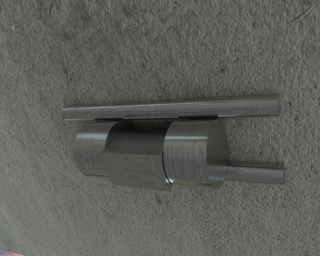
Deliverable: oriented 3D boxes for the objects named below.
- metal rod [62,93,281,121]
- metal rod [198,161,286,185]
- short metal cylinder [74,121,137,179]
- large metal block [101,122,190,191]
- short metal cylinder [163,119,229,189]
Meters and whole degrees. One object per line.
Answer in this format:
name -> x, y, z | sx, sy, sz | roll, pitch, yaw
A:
metal rod -> -0.007, -0.023, 0.398 | 0.300, 0.025, 0.025 | 0, 118, 28
metal rod -> 0.014, 0.055, 0.435 | 0.300, 0.025, 0.025 | 0, 118, 28
short metal cylinder -> -0.071, 0.030, 0.428 | 0.050, 0.080, 0.080 | -1, 118, 29
large metal block -> -0.014, 0.032, 0.397 | 0.080, 0.080, 0.050 | 0, 119, 28
short metal cylinder -> 0.045, 0.030, 0.367 | 0.050, 0.080, 0.080 | -1, 118, 29
